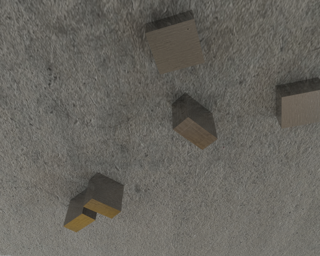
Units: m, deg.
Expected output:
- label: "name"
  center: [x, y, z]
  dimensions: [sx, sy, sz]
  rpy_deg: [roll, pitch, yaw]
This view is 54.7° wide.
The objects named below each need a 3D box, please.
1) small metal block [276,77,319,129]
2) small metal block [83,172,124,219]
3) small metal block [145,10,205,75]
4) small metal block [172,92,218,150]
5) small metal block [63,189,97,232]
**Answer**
- label: "small metal block"
  center: [0.173, -0.030, 0.383]
  dimensions: [0.050, 0.025, 0.050]
  rpy_deg: [-11, 130, 9]
- label: "small metal block"
  center: [-0.086, 0.104, 0.479]
  dimensions: [0.050, 0.050, 0.025]
  rpy_deg: [32, 123, -24]
- label: "small metal block"
  center: [0.017, -0.091, 0.330]
  dimensions: [0.050, 0.025, 0.050]
  rpy_deg: [-13, 129, 11]
- label: "small metal block"
  center: [0.042, -0.009, 0.384]
  dimensions: [0.050, 0.050, 0.025]
  rpy_deg: [34, 122, -26]
- label: "small metal block"
  center: [-0.126, 0.133, 0.503]
  dimensions: [0.050, 0.050, 0.025]
  rpy_deg: [-37, 121, 27]
